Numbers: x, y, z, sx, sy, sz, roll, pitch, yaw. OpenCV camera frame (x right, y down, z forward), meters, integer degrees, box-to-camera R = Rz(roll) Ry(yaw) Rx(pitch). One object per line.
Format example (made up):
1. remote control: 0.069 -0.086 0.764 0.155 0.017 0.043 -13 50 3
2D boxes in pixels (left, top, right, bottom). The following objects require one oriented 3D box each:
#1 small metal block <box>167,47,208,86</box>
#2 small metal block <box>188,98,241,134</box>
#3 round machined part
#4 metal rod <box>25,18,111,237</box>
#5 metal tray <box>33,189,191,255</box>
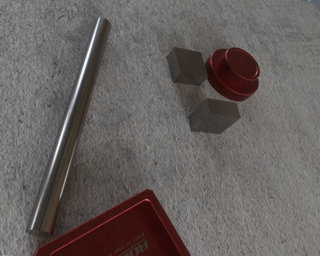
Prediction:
1. small metal block: 0.043 -0.096 0.488 0.050 0.025 0.050 3 60 -27
2. small metal block: 0.077 -0.015 0.441 0.050 0.050 0.025 6 59 -26
3. round machined part: 0.128 -0.097 0.524 0.099 0.042 0.098 14 56 -21
4. metal rod: -0.097 -0.027 0.368 0.025 0.025 0.300 19 54 -18
5. metal tray: -0.042 0.128 0.300 0.131 0.030 0.090 -22 74 -36
